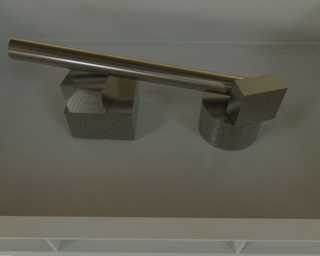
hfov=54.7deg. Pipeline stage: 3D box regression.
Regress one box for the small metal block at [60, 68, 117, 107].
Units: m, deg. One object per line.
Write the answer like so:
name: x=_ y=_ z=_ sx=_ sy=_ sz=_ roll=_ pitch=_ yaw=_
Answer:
small metal block: x=-0.087 y=-0.056 z=0.384 sx=0.050 sy=0.025 sz=0.050 roll=10 pitch=50 yaw=8

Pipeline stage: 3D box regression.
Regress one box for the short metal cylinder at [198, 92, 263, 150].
short metal cylinder: x=0.093 y=-0.018 z=0.403 sx=0.081 sy=0.050 sz=0.080 roll=0 pitch=50 yaw=0

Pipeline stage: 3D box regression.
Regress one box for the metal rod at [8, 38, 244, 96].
metal rod: x=-0.023 y=-0.069 z=0.369 sx=0.302 sy=0.025 sz=0.025 roll=9 pitch=50 yaw=-3

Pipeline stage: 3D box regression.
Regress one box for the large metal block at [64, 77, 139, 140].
large metal block: x=-0.072 y=-0.032 z=0.411 sx=0.081 sy=0.050 sz=0.080 roll=2 pitch=50 yaw=1

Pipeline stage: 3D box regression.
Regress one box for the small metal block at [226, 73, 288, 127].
small metal block: x=0.107 y=-0.031 z=0.348 sx=0.050 sy=0.050 sz=0.025 roll=-11 pitch=51 yaw=-10
